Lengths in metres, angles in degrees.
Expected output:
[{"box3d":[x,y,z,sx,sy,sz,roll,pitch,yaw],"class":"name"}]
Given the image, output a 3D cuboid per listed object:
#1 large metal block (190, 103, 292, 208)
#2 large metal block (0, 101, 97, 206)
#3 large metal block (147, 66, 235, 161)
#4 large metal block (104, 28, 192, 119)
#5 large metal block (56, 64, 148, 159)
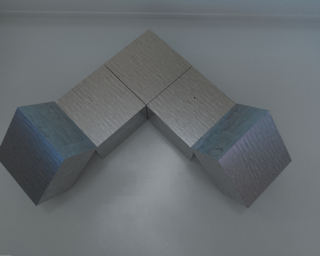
[{"box3d":[0.096,0.030,0.361,0.080,0.050,0.080,-42,119,-14],"class":"large metal block"},{"box3d":[-0.133,0.028,0.360,0.080,0.050,0.080,44,118,14],"class":"large metal block"},{"box3d":[0.041,-0.018,0.401,0.080,0.050,0.080,-42,76,-14],"class":"large metal block"},{"box3d":[-0.015,-0.073,0.421,0.080,0.050,0.080,-42,76,-14],"class":"large metal block"},{"box3d":[-0.074,-0.020,0.401,0.080,0.050,0.080,-42,76,-14],"class":"large metal block"}]
